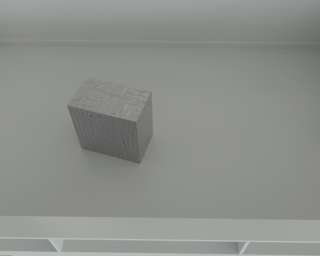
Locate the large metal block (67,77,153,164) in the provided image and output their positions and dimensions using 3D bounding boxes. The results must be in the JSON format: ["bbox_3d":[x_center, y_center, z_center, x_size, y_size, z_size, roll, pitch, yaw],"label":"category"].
[{"bbox_3d":[-0.055,-0.008,0.376,0.080,0.080,0.050,13,51,11],"label":"large metal block"}]
